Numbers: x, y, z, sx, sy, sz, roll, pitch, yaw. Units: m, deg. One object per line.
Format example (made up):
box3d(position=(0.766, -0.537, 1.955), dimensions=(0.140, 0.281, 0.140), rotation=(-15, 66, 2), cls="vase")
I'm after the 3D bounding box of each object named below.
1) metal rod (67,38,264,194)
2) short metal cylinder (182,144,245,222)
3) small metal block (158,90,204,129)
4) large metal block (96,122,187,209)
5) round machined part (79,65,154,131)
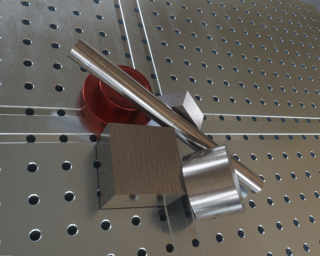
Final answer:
box3d(position=(0.022, -0.003, 0.381), dimensions=(0.301, 0.025, 0.025), rotation=(36, 50, -21), cls="metal rod")
box3d(position=(0.063, 0.064, 0.361), dimensions=(0.080, 0.050, 0.080), rotation=(-17, 90, -76), cls="short metal cylinder")
box3d(position=(0.022, -0.019, 0.405), dimensions=(0.050, 0.050, 0.025), rotation=(51, 45, -39), cls="small metal block")
box3d(position=(-0.024, 0.043, 0.351), dimensions=(0.081, 0.050, 0.080), rotation=(5, 60, -26), cls="large metal block")
box3d(position=(-0.049, -0.042, 0.397), dimensions=(0.099, 0.042, 0.098), rotation=(14, 56, -21), cls="round machined part")
